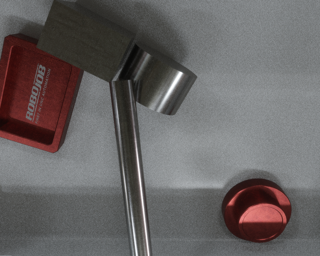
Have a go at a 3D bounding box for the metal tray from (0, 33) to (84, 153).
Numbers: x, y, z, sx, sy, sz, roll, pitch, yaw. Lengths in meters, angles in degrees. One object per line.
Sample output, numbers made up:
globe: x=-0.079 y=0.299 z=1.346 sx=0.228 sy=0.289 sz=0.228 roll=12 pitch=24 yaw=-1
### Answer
metal tray: x=-0.155 y=-0.041 z=0.391 sx=0.091 sy=0.030 sz=0.129 roll=19 pitch=109 yaw=-7

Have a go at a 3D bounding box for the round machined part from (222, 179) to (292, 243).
round machined part: x=0.143 y=0.126 z=0.451 sx=0.099 sy=0.042 sz=0.097 roll=0 pitch=110 yaw=-1

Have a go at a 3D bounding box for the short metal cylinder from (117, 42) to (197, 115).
short metal cylinder: x=-0.004 y=-0.057 z=0.361 sx=0.080 sy=0.080 sz=0.050 roll=27 pitch=108 yaw=-10

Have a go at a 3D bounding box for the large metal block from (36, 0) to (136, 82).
large metal block: x=-0.076 y=-0.098 z=0.345 sx=0.080 sy=0.080 sz=0.050 roll=25 pitch=108 yaw=-10

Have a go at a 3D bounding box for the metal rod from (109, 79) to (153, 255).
metal rod: x=-0.026 y=0.097 z=0.343 sx=0.025 sy=0.025 sz=0.298 roll=-5 pitch=100 yaw=1
